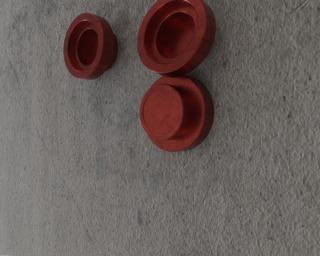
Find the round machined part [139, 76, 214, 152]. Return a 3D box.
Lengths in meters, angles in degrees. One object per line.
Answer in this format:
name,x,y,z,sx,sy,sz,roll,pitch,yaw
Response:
round machined part,0.013,-0.019,0.383,0.098,0.042,0.097,0,90,40

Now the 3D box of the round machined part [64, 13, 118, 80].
round machined part,-0.103,-0.123,0.479,0.098,0.042,0.097,0,90,40

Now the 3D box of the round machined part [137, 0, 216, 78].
round machined part,0.023,-0.107,0.369,0.098,0.042,0.098,-8,77,37
